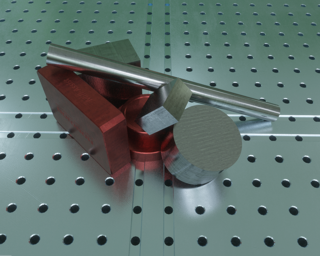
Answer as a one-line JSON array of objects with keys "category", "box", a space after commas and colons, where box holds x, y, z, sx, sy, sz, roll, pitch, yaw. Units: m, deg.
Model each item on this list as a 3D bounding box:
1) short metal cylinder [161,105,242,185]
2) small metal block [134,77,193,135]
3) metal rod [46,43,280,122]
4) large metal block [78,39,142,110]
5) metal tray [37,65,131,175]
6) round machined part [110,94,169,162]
[{"category": "short metal cylinder", "box": [0.047, 0.020, 0.360, 0.081, 0.050, 0.080, 7, 62, -13]}, {"category": "small metal block", "box": [0.004, -0.024, 0.355, 0.025, 0.050, 0.050, 44, 49, -20]}, {"category": "metal rod", "box": [0.017, -0.052, 0.390, 0.302, 0.025, 0.025, 13, 48, -15]}, {"category": "large metal block", "box": [-0.071, -0.067, 0.425, 0.081, 0.080, 0.050, -17, 52, -14]}, {"category": "metal tray", "box": [-0.091, -0.013, 0.374, 0.030, 0.089, 0.130, -36, 59, -26]}, {"category": "round machined part", "box": [-0.016, -0.007, 0.406, 0.099, 0.042, 0.098, 0, 50, 0]}]
